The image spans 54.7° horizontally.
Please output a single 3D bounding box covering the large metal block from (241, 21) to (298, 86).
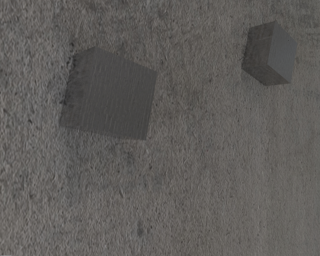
[{"bbox_3d":[0.196,-0.129,0.552,0.080,0.050,0.080,23,76,-38],"label":"large metal block"}]

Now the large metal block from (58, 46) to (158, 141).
[{"bbox_3d":[-0.056,-0.033,0.341,0.081,0.050,0.080,15,80,-39],"label":"large metal block"}]
